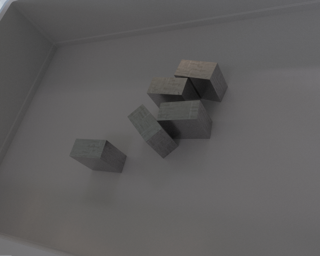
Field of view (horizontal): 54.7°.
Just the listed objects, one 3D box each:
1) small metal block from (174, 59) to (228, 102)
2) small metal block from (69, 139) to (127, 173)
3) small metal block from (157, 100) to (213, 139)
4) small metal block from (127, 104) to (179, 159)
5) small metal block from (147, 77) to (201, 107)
[{"bbox_3d":[0.054,-0.061,0.399,0.050,0.050,0.025,14,69,34],"label":"small metal block"},{"bbox_3d":[-0.081,0.037,0.410,0.050,0.050,0.025,1,63,29],"label":"small metal block"},{"bbox_3d":[0.031,-0.009,0.379,0.050,0.050,0.025,-2,61,27],"label":"small metal block"},{"bbox_3d":[-0.009,0.005,0.392,0.025,0.050,0.050,-40,51,1],"label":"small metal block"},{"bbox_3d":[0.019,-0.041,0.405,0.050,0.050,0.025,7,65,31],"label":"small metal block"}]
